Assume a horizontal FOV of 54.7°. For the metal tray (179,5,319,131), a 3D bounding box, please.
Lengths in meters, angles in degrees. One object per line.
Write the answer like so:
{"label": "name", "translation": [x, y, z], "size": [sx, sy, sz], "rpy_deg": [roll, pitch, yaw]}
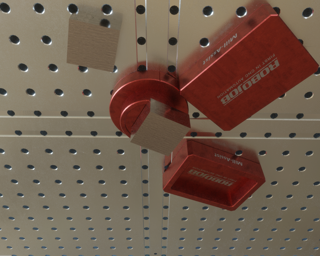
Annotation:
{"label": "metal tray", "translation": [0.098, -0.062, 0.356], "size": [0.090, 0.030, 0.130], "rpy_deg": [36, 121, -27]}

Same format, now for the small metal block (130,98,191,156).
{"label": "small metal block", "translation": [0.000, 0.000, 0.356], "size": [0.050, 0.025, 0.050], "rpy_deg": [22, 127, -18]}

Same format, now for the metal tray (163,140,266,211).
{"label": "metal tray", "translation": [0.080, 0.077, 0.473], "size": [0.131, 0.030, 0.089], "rpy_deg": [19, 128, -16]}

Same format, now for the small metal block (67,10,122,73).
{"label": "small metal block", "translation": [-0.071, -0.092, 0.332], "size": [0.050, 0.025, 0.050], "rpy_deg": [10, 129, -9]}

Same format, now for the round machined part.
{"label": "round machined part", "translation": [-0.014, -0.019, 0.384], "size": [0.099, 0.042, 0.097], "rpy_deg": [0, 130, 0]}
